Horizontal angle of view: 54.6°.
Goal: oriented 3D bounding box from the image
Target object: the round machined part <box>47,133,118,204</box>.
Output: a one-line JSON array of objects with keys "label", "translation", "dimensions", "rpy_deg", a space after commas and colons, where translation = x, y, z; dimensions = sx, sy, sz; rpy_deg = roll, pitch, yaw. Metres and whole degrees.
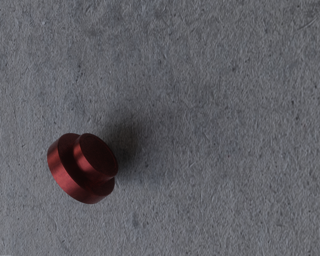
[{"label": "round machined part", "translation": [-0.093, 0.045, 0.404], "dimensions": [0.042, 0.098, 0.098], "rpy_deg": [-38, 78, 16]}]
